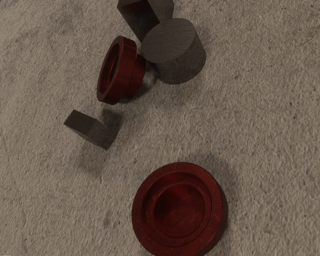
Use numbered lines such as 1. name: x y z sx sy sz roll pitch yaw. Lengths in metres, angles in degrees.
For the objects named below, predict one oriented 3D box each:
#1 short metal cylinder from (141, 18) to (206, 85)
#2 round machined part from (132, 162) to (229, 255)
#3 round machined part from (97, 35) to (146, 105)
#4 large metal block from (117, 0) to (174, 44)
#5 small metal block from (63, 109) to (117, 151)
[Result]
1. short metal cylinder: 0.020 -0.109 0.443 0.080 0.050 0.080 -13 56 20
2. round machined part: 0.023 0.089 0.325 0.098 0.042 0.098 -13 56 20
3. round machined part: -0.054 -0.079 0.449 0.098 0.042 0.098 -41 41 49
4. large metal block: -0.020 -0.197 0.498 0.050 0.080 0.080 -6 59 25
5. small metal block: -0.098 0.003 0.435 0.050 0.050 0.025 21 73 35
